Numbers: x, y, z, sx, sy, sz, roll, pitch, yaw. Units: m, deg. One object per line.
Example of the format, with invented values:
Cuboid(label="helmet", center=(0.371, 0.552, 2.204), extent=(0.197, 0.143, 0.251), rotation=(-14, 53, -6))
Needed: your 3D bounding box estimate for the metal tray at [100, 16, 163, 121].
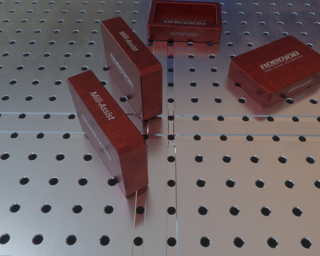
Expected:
Cuboid(label="metal tray", center=(-0.040, -0.084, 0.436), extent=(0.030, 0.090, 0.130), rotation=(-23, 54, -18))

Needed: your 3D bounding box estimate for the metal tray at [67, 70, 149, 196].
Cuboid(label="metal tray", center=(-0.061, 0.004, 0.361), extent=(0.030, 0.090, 0.130), rotation=(-27, 55, -20))

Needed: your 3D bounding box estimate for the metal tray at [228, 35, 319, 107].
Cuboid(label="metal tray", center=(0.185, -0.092, 0.483), extent=(0.131, 0.030, 0.090), rotation=(-24, 54, -19))

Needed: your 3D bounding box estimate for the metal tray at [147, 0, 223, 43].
Cuboid(label="metal tray", center=(0.046, -0.198, 0.570), extent=(0.131, 0.030, 0.090), rotation=(4, 50, 3))
